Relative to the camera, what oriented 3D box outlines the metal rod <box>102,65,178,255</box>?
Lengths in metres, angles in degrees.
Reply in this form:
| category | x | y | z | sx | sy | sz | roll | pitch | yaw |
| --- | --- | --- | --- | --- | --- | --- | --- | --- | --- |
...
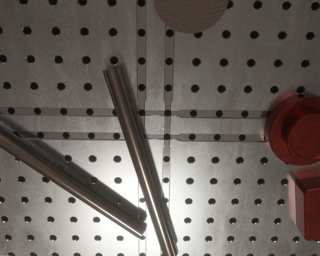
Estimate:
| category | x | y | z | sx | sy | sz | roll | pitch | yaw |
| --- | --- | --- | --- | --- | --- | --- | --- | --- | --- |
| metal rod | -0.021 | 0.061 | 0.435 | 0.025 | 0.025 | 0.298 | -14 | 110 | 5 |

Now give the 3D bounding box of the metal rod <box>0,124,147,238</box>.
| category | x | y | z | sx | sy | sz | roll | pitch | yaw |
| --- | --- | --- | --- | --- | --- | --- | --- | --- | --- |
| metal rod | -0.143 | 0.066 | 0.435 | 0.301 | 0.025 | 0.025 | 38 | 105 | -13 |

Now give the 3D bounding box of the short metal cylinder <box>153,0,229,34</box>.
| category | x | y | z | sx | sy | sz | roll | pitch | yaw |
| --- | --- | --- | --- | --- | --- | --- | --- | --- | --- |
| short metal cylinder | 0.032 | -0.148 | 0.346 | 0.081 | 0.050 | 0.079 | 0 | 110 | -1 |

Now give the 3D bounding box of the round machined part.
| category | x | y | z | sx | sy | sz | roll | pitch | yaw |
| --- | --- | --- | --- | --- | --- | --- | --- | --- | --- |
| round machined part | 0.194 | 0.007 | 0.410 | 0.099 | 0.042 | 0.097 | 0 | 110 | -1 |

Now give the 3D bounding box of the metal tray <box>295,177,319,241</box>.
| category | x | y | z | sx | sy | sz | roll | pitch | yaw |
| --- | --- | --- | --- | --- | --- | --- | --- | --- | --- |
| metal tray | 0.272 | 0.113 | 0.456 | 0.131 | 0.030 | 0.089 | -10 | 110 | 3 |
